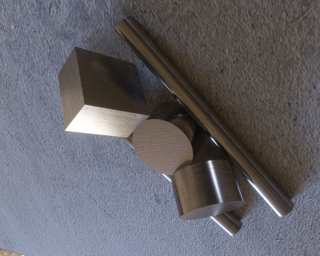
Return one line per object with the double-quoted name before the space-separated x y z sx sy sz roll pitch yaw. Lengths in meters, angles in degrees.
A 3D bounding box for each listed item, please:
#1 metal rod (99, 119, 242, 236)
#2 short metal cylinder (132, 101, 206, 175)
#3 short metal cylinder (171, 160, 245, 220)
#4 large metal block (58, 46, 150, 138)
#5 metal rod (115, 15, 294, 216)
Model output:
"metal rod" -0.004 0.043 0.436 0.300 0.025 0.025 42 129 -1
"short metal cylinder" 0.012 0.013 0.393 0.080 0.050 0.079 13 124 21
"short metal cylinder" 0.058 0.078 0.383 0.080 0.081 0.050 -36 56 38
"large metal block" -0.067 -0.039 0.364 0.050 0.081 0.080 -42 53 39
"metal rod" 0.057 -0.010 0.372 0.300 0.025 0.025 48 129 -6
